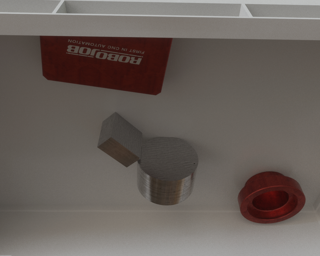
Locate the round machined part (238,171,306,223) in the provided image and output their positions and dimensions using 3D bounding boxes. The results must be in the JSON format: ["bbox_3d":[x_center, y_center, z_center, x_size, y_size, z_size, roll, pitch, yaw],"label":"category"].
[{"bbox_3d":[0.173,0.106,0.491,0.099,0.042,0.097,-1,130,0],"label":"round machined part"}]

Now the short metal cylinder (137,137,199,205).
[{"bbox_3d":[0.009,0.057,0.422,0.081,0.080,0.050,2,130,-2],"label":"short metal cylinder"}]

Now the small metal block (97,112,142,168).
[{"bbox_3d":[-0.051,0.015,0.405,0.025,0.050,0.050,-35,122,25],"label":"small metal block"}]

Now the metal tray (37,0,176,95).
[{"bbox_3d":[-0.056,-0.088,0.330,0.131,0.030,0.089,7,130,-7],"label":"metal tray"}]
